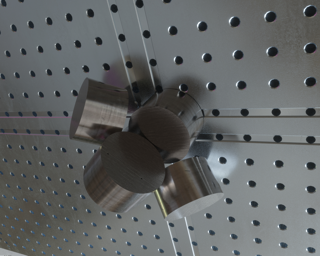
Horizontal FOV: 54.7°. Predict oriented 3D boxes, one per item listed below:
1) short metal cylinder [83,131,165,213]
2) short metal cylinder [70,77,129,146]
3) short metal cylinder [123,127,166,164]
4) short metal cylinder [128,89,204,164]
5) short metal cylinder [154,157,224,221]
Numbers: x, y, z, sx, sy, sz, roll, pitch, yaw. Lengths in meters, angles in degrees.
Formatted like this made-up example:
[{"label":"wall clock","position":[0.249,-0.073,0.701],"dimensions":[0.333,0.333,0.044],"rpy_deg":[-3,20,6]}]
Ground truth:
[{"label":"short metal cylinder","position":[-0.041,0.051,0.361],"dimensions":[0.080,0.080,0.050],"rpy_deg":[41,129,-1]},{"label":"short metal cylinder","position":[-0.079,-0.019,0.395],"dimensions":[0.050,0.080,0.080],"rpy_deg":[15,133,-23]},{"label":"short metal cylinder","position":[-0.035,0.043,0.438],"dimensions":[0.080,0.050,0.079],"rpy_deg":[13,124,20]},{"label":"short metal cylinder","position":[0.008,-0.002,0.387],"dimensions":[0.080,0.050,0.079],"rpy_deg":[13,124,20]},{"label":"short metal cylinder","position":[0.034,0.078,0.396],"dimensions":[0.080,0.081,0.050],"rpy_deg":[-47,56,39]}]
